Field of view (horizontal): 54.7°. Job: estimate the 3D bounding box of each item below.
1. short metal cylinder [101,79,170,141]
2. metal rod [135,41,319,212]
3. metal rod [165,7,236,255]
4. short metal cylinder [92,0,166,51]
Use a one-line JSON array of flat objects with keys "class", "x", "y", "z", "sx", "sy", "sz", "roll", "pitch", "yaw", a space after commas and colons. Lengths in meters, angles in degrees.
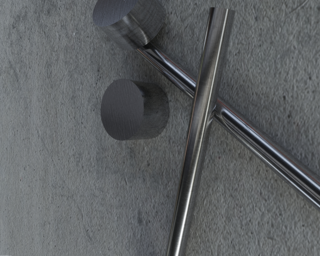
[{"class": "short metal cylinder", "x": -0.034, "y": -0.024, "z": 0.417, "sx": 0.080, "sy": 0.050, "sz": 0.079, "roll": 0, "pitch": 90, "yaw": 40}, {"class": "metal rod", "x": 0.062, "y": -0.026, "z": 0.353, "sx": 0.300, "sy": 0.025, "sz": 0.025, "roll": 46, "pitch": 117, "yaw": 30}, {"class": "metal rod", "x": 0.039, "y": 0.025, "z": 0.346, "sx": 0.025, "sy": 0.025, "sz": 0.298, "roll": 23, "pitch": 112, "yaw": 38}, {"class": "short metal cylinder", "x": -0.040, "y": -0.149, "z": 0.403, "sx": 0.080, "sy": 0.050, "sz": 0.080, "roll": -16, "pitch": 57, "yaw": 28}]
